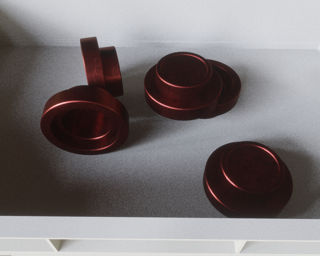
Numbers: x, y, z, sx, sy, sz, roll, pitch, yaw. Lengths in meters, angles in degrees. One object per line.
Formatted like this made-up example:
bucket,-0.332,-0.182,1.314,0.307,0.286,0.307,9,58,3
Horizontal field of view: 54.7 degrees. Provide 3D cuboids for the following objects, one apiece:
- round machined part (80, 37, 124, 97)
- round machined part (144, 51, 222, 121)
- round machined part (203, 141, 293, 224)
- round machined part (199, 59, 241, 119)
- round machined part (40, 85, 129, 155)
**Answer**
round machined part,-0.076,-0.073,0.419,0.042,0.097,0.098,-11,51,-9
round machined part,0.029,-0.059,0.390,0.099,0.042,0.098,0,50,0
round machined part,0.100,0.054,0.350,0.099,0.042,0.098,0,50,0
round machined part,0.061,-0.051,0.438,0.099,0.042,0.098,0,50,0
round machined part,-0.086,-0.012,0.367,0.099,0.097,0.042,-2,50,-2
